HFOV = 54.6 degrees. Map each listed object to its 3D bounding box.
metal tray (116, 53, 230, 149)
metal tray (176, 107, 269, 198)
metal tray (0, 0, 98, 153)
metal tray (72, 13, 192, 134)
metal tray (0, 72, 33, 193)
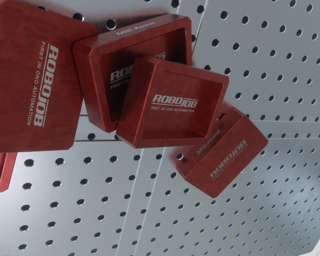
[{"bbox_3d":[0.020,-0.026,0.347,0.131,0.030,0.089,1,111,-47],"label":"metal tray"},{"bbox_3d":[0.100,0.042,0.487,0.130,0.030,0.090,-48,129,5],"label":"metal tray"},{"bbox_3d":[-0.116,-0.043,0.289,0.091,0.030,0.129,1,110,-47],"label":"metal tray"},{"bbox_3d":[-0.020,-0.062,0.332,0.131,0.030,0.089,-30,131,-33],"label":"metal tray"},{"bbox_3d":[-0.188,0.002,0.306,0.091,0.030,0.129,10,113,-33],"label":"metal tray"}]
